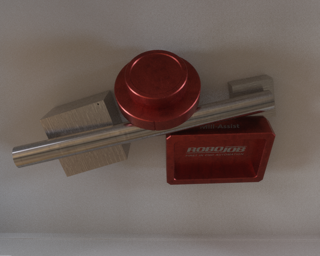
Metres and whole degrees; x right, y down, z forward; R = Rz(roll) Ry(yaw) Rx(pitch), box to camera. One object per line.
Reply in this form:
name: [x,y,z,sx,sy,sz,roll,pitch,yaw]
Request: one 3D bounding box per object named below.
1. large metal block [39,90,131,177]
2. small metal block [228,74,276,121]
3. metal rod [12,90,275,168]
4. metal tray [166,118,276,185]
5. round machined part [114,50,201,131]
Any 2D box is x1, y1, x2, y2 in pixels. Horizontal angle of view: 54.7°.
large metal block: [-0.091,0.006,0.396,0.080,0.050,0.080,-17,110,5]
small metal block: [0.118,-0.037,0.397,0.050,0.025,0.050,-11,110,3]
metal rod: [-0.015,0.000,0.362,0.302,0.025,0.025,-13,110,-4]
metal tray: [0.073,0.032,0.405,0.131,0.030,0.089,-2,130,-1]
round machined part: [-0.003,-0.049,0.350,0.099,0.098,0.042,-4,151,1]
